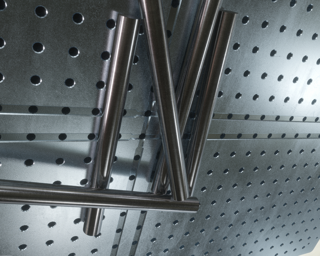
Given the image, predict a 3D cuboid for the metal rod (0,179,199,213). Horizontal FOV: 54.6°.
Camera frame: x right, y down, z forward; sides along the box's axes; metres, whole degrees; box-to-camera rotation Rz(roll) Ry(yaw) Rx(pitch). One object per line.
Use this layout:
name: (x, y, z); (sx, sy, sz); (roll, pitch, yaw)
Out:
metal rod: (-0.070, 0.090, 0.394); (0.302, 0.025, 0.025); (13, 112, -34)

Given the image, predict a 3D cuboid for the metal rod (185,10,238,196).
metal rod: (0.059, -0.008, 0.437); (0.025, 0.025, 0.298); (-5, 121, -26)

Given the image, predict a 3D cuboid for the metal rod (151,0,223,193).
metal rod: (0.031, -0.038, 0.403); (0.025, 0.025, 0.298); (0, 119, -28)

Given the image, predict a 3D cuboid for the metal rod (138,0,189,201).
metal rod: (0.007, -0.033, 0.372); (0.025, 0.025, 0.298); (-19, 120, -17)

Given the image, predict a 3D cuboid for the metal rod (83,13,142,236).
metal rod: (-0.065, 0.015, 0.384); (0.025, 0.025, 0.298); (0, 119, -28)
